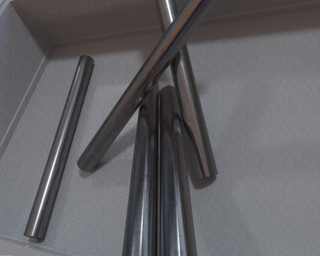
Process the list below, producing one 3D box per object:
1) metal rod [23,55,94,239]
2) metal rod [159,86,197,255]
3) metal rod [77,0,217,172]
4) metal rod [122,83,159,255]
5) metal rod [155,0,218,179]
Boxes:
[{"bbox_3d":[-0.146,0.011,0.473,0.025,0.025,0.299,-6,59,25],"label":"metal rod"},{"bbox_3d":[0.012,0.029,0.300,0.025,0.025,0.300,-24,28,13],"label":"metal rod"},{"bbox_3d":[-0.019,-0.054,0.367,0.298,0.025,0.025,-52,47,25],"label":"metal rod"},{"bbox_3d":[-0.014,0.018,0.325,0.025,0.025,0.300,-23,29,14],"label":"metal rod"},{"bbox_3d":[0.021,-0.090,0.370,0.025,0.025,0.298,-16,80,19],"label":"metal rod"}]
